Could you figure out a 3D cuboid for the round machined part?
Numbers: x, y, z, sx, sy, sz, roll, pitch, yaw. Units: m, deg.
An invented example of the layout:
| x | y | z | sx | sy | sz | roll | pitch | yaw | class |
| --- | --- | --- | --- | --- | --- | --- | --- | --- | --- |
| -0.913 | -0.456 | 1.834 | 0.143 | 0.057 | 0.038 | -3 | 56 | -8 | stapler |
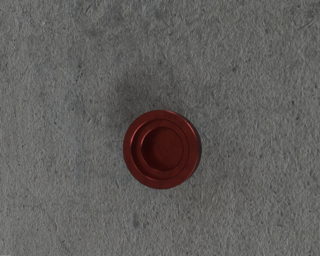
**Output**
| x | y | z | sx | sy | sz | roll | pitch | yaw | class |
| --- | --- | --- | --- | --- | --- | --- | --- | --- | --- |
| 0.006 | 0.026 | 0.398 | 0.098 | 0.042 | 0.097 | 0 | 90 | 20 | round machined part |
